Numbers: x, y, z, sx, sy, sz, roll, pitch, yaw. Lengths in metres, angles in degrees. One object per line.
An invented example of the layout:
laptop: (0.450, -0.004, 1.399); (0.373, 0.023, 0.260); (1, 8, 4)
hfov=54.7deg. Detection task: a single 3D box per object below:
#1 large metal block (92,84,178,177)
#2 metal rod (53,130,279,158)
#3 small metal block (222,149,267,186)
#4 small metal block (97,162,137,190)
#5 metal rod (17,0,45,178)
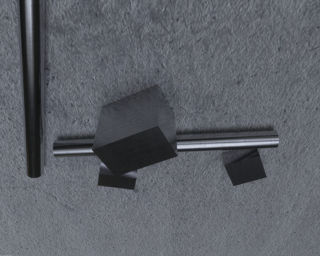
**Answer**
large metal block: (-0.028, 0.002, 0.372); (0.080, 0.080, 0.050); (-20, 128, 16)
metal rod: (0.007, 0.022, 0.425); (0.302, 0.025, 0.025); (-3, 130, 1)
small metal block: (0.124, 0.055, 0.456); (0.050, 0.025, 0.050); (-19, 128, 15)
small metal block: (-0.059, 0.057, 0.439); (0.050, 0.050, 0.025); (9, 130, -8)
metal rod: (-0.150, -0.046, 0.365); (0.025, 0.025, 0.298); (10, 130, -9)
